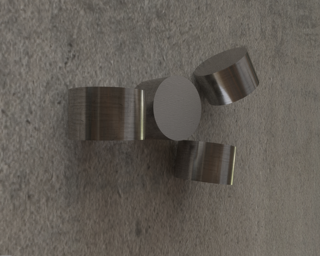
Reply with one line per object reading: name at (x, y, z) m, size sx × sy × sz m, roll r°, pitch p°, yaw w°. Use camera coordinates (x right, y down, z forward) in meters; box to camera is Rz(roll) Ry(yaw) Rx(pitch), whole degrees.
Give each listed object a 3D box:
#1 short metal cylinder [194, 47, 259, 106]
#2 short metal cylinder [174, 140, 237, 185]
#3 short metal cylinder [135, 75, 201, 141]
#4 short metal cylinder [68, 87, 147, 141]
short metal cylinder at (0.097, -0.076, 0.453) m, size 0.080 × 0.080 × 0.050 m, roll -44°, pitch 117°, yaw -31°
short metal cylinder at (0.062, 0.047, 0.423) m, size 0.081 × 0.080 × 0.050 m, roll 12°, pitch 82°, yaw -40°
short metal cylinder at (0.007, -0.024, 0.396) m, size 0.081 × 0.050 × 0.079 m, roll 0°, pitch 90°, yaw -40°
short metal cylinder at (-0.054, -0.013, 0.325) m, size 0.081 × 0.080 × 0.050 m, roll 0°, pitch 90°, yaw -40°
